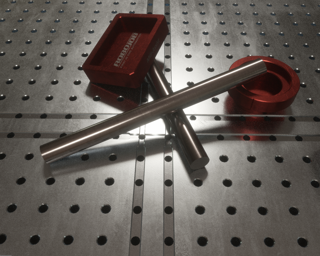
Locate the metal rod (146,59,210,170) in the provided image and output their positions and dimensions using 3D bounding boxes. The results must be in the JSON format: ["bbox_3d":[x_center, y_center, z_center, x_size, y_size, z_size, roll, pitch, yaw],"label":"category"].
[{"bbox_3d":[-0.001,-0.066,0.463,0.025,0.025,0.299,-15,52,-12],"label":"metal rod"}]

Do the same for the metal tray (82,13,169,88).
[{"bbox_3d":[-0.051,-0.125,0.482,0.090,0.030,0.130,11,60,23],"label":"metal tray"}]

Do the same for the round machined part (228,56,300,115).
[{"bbox_3d":[0.144,-0.057,0.447,0.099,0.042,0.098,0,50,0],"label":"round machined part"}]

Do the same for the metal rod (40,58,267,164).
[{"bbox_3d":[-0.003,-0.024,0.396,0.302,0.025,0.025,-22,53,-7],"label":"metal rod"}]
